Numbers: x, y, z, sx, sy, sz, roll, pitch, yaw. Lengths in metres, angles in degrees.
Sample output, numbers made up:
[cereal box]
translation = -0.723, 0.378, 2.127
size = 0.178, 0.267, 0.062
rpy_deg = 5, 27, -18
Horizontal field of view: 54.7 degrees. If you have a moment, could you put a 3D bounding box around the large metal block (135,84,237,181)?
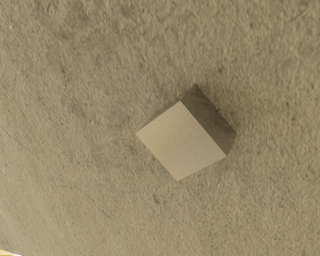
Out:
[large metal block]
translation = 0.032, 0.007, 0.377
size = 0.080, 0.050, 0.080
rpy_deg = -35, 99, 38
